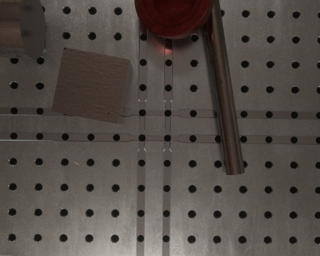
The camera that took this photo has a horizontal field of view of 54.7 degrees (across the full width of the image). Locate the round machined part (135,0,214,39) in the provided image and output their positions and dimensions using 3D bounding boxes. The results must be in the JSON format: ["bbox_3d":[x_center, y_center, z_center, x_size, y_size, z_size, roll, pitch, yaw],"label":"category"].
[{"bbox_3d":[0.021,-0.163,0.395,0.098,0.042,0.097,2,96,20],"label":"round machined part"}]

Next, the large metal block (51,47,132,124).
[{"bbox_3d":[-0.085,-0.052,0.400,0.080,0.050,0.080,11,90,-1],"label":"large metal block"}]

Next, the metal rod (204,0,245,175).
[{"bbox_3d":[0.079,-0.087,0.414,0.025,0.025,0.298,-9,90,0],"label":"metal rod"}]

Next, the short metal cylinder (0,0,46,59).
[{"bbox_3d":[-0.181,-0.127,0.383,0.050,0.080,0.079,3,90,0],"label":"short metal cylinder"}]
